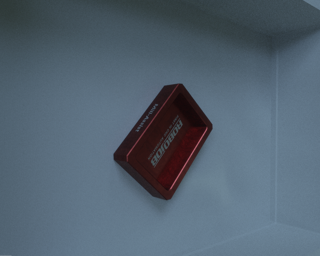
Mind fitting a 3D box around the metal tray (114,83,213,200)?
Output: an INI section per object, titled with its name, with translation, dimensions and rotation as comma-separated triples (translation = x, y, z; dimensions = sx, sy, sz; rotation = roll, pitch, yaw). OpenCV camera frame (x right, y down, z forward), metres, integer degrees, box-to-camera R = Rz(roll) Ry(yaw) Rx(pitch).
[metal tray]
translation = 0.010, 0.016, 0.410
dimensions = 0.090, 0.030, 0.130
rotation = 49, 61, -29
